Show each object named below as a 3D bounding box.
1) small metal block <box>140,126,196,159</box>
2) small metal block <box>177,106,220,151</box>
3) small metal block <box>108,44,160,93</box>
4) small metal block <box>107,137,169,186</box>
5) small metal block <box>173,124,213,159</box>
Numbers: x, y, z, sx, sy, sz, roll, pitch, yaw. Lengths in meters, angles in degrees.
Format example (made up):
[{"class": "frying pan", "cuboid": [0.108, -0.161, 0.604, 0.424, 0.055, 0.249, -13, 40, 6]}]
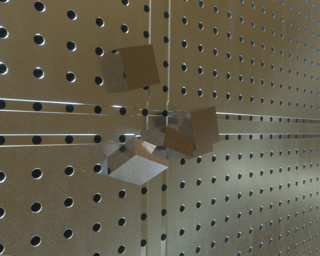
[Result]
[{"class": "small metal block", "cuboid": [0.008, 0.020, 0.399, 0.050, 0.050, 0.025, 24, 68, -35]}, {"class": "small metal block", "cuboid": [0.053, 0.000, 0.424, 0.050, 0.025, 0.050, -16, 101, -40]}, {"class": "small metal block", "cuboid": [-0.031, -0.074, 0.385, 0.050, 0.025, 0.050, -20, 103, -38]}, {"class": "small metal block", "cuboid": [-0.027, 0.041, 0.369, 0.050, 0.050, 0.025, 26, 39, -38]}, {"class": "small metal block", "cuboid": [0.050, 0.014, 0.453, 0.050, 0.025, 0.050, -14, 99, -40]}]
